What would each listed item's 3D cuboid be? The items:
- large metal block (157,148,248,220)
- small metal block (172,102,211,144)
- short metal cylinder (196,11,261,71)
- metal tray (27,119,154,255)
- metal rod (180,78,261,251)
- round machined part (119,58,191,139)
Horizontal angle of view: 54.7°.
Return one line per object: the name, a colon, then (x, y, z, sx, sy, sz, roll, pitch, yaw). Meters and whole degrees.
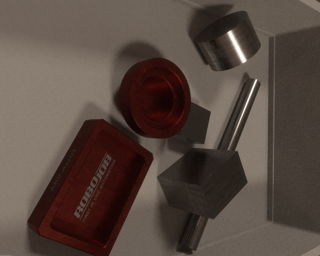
large metal block: (0.058, 0.070, 0.422, 0.081, 0.080, 0.050, -34, 112, -35)
small metal block: (0.043, -0.007, 0.445, 0.050, 0.025, 0.050, 22, 76, -38)
short metal cylinder: (0.100, -0.128, 0.457, 0.080, 0.080, 0.050, -50, 120, -28)
metal tray: (-0.070, 0.066, 0.345, 0.090, 0.030, 0.130, 39, 66, -34)
metal rod: (0.103, 0.045, 0.495, 0.025, 0.025, 0.300, 41, 65, -33)
round machined part: (-0.010, -0.036, 0.389, 0.099, 0.042, 0.097, 0, 90, -40)
